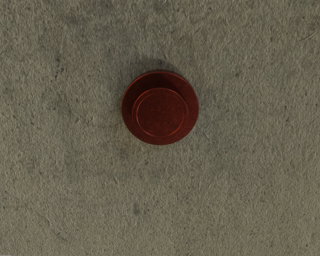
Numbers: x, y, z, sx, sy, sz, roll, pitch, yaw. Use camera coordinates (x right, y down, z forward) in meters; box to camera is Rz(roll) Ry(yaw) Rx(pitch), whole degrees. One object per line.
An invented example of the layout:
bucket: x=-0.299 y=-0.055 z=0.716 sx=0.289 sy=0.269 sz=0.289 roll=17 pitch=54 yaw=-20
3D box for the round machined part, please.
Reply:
round machined part: x=0.000 y=-0.022 z=0.392 sx=0.099 sy=0.042 sz=0.097 roll=0 pitch=110 yaw=0
